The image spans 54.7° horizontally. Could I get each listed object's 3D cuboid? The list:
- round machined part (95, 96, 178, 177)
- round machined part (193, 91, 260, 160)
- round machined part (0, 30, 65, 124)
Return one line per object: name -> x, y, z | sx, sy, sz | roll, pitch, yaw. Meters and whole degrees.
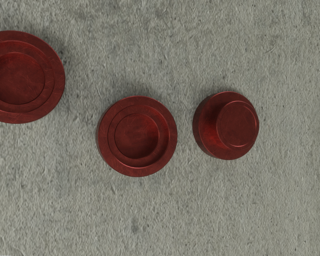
round machined part -> -0.031, 0.010, 0.388 | 0.099, 0.042, 0.097 | 0, 90, -20
round machined part -> 0.099, -0.003, 0.436 | 0.099, 0.042, 0.097 | 0, 90, -20
round machined part -> -0.157, -0.053, 0.342 | 0.099, 0.042, 0.097 | 0, 90, -20
